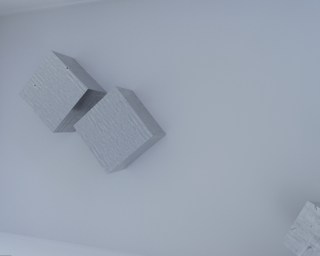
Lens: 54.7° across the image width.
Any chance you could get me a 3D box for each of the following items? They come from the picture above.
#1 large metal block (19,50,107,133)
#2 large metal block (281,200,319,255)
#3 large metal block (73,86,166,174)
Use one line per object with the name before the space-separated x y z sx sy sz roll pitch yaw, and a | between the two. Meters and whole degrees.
large metal block | -0.139 -0.050 0.445 0.080 0.050 0.080 45 104 14
large metal block | 0.182 0.117 0.302 0.080 0.080 0.050 36 103 45
large metal block | -0.053 0.003 0.415 0.080 0.050 0.080 -41 78 15
